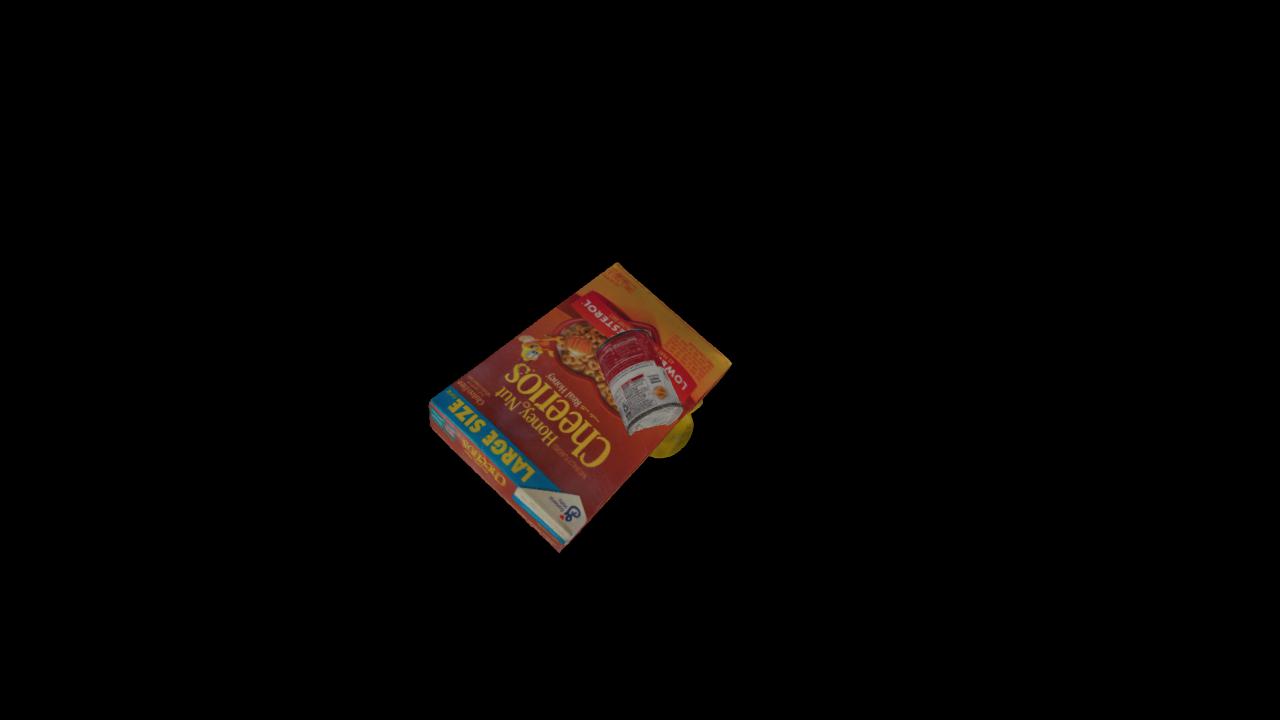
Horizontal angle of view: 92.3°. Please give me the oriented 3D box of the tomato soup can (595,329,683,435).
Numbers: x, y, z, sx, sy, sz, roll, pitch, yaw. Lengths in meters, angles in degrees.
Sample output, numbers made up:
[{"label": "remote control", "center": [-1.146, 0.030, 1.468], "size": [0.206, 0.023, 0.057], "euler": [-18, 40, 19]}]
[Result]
[{"label": "tomato soup can", "center": [-0.001, 0.025, 0.680], "size": [0.068, 0.101, 0.068], "euler": [-20, -25, -10]}]

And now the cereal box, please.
[{"label": "cereal box", "center": [-0.058, 0.039, 0.716], "size": [0.306, 0.203, 0.081], "euler": [-42, -10, -35]}]

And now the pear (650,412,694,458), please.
[{"label": "pear", "center": [0.009, 0.067, 0.744], "size": [0.111, 0.080, 0.080], "euler": [42, 20, 25]}]

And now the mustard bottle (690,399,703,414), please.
[{"label": "mustard bottle", "center": [-0.007, 0.002, 0.756], "size": [0.092, 0.184, 0.054], "euler": [-33, -3, -26]}]
